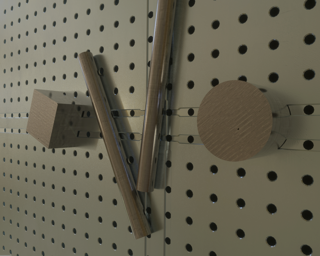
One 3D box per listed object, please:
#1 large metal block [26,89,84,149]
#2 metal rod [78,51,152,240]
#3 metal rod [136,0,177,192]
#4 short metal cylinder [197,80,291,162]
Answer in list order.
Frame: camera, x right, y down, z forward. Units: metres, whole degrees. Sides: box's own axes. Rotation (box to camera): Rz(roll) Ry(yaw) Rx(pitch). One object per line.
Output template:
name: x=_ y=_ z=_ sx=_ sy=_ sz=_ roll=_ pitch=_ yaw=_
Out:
large metal block: x=-0.187 y=-0.017 z=0.548 sx=0.080 sy=0.050 sz=0.079 roll=27 pitch=107 yaw=36
metal rod: x=-0.073 y=0.016 z=0.469 sx=0.025 sy=0.025 sz=0.299 roll=-32 pitch=70 yaw=35
metal rod: x=-0.003 y=-0.063 z=0.411 sx=0.025 sy=0.025 sz=0.298 roll=11 pitch=97 yaw=39
short metal cylinder: x=0.086 y=-0.007 z=0.322 sx=0.080 sy=0.050 sz=0.079 roll=0 pitch=90 yaw=40
